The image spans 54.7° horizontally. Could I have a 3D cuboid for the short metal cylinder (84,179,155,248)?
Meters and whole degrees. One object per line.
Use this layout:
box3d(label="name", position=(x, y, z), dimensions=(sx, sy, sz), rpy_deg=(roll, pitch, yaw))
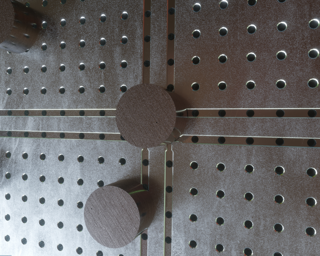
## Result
box3d(label="short metal cylinder", position=(-0.054, 0.113, 0.418), dimensions=(0.080, 0.050, 0.079), rpy_deg=(0, 90, 20))

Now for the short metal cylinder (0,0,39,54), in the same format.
box3d(label="short metal cylinder", position=(-0.239, -0.162, 0.484), dimensions=(0.080, 0.050, 0.079), rpy_deg=(0, 90, 20))

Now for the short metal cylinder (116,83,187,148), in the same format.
box3d(label="short metal cylinder", position=(-0.010, -0.015, 0.403), dimensions=(0.080, 0.050, 0.079), rpy_deg=(0, 90, 20))
